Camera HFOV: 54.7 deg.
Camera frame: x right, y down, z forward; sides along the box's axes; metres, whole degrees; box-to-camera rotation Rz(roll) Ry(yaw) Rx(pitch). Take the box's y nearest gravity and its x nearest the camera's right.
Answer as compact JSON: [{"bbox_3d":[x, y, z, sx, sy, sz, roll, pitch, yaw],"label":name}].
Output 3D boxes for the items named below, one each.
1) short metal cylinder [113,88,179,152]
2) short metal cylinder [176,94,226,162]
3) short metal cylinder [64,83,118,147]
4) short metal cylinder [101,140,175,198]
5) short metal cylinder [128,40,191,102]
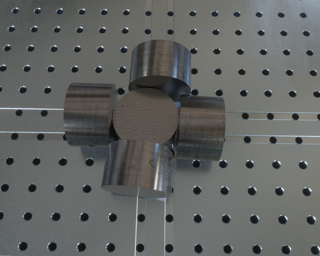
[{"bbox_3d":[-0.018,-0.005,0.400,0.081,0.050,0.080,1,70,-1],"label":"short metal cylinder"},{"bbox_3d":[0.048,0.000,0.383,0.050,0.080,0.080,4,70,1],"label":"short metal cylinder"},{"bbox_3d":[-0.083,-0.016,0.387,0.050,0.080,0.080,2,70,0],"label":"short metal cylinder"},{"bbox_3d":[-0.025,0.050,0.363,0.080,0.080,0.050,6,70,2],"label":"short metal cylinder"},{"bbox_3d":[0.001,-0.071,0.408,0.080,0.080,0.050,3,70,1],"label":"short metal cylinder"}]
